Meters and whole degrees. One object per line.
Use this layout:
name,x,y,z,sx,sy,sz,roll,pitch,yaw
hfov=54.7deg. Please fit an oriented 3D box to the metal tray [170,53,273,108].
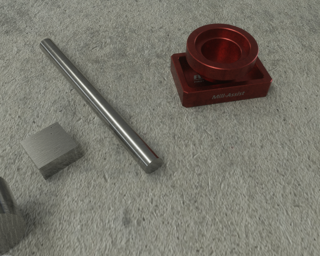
metal tray,0.089,-0.080,0.468,0.131,0.030,0.090,-8,51,-7

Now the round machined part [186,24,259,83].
round machined part,0.086,-0.102,0.442,0.099,0.042,0.098,1,54,-1

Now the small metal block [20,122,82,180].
small metal block,-0.133,0.027,0.380,0.050,0.025,0.050,-33,58,-25

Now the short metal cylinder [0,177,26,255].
short metal cylinder,-0.177,0.089,0.292,0.081,0.080,0.050,-28,56,-22

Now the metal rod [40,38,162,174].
metal rod,-0.098,-0.047,0.441,0.025,0.025,0.300,-30,56,-23
